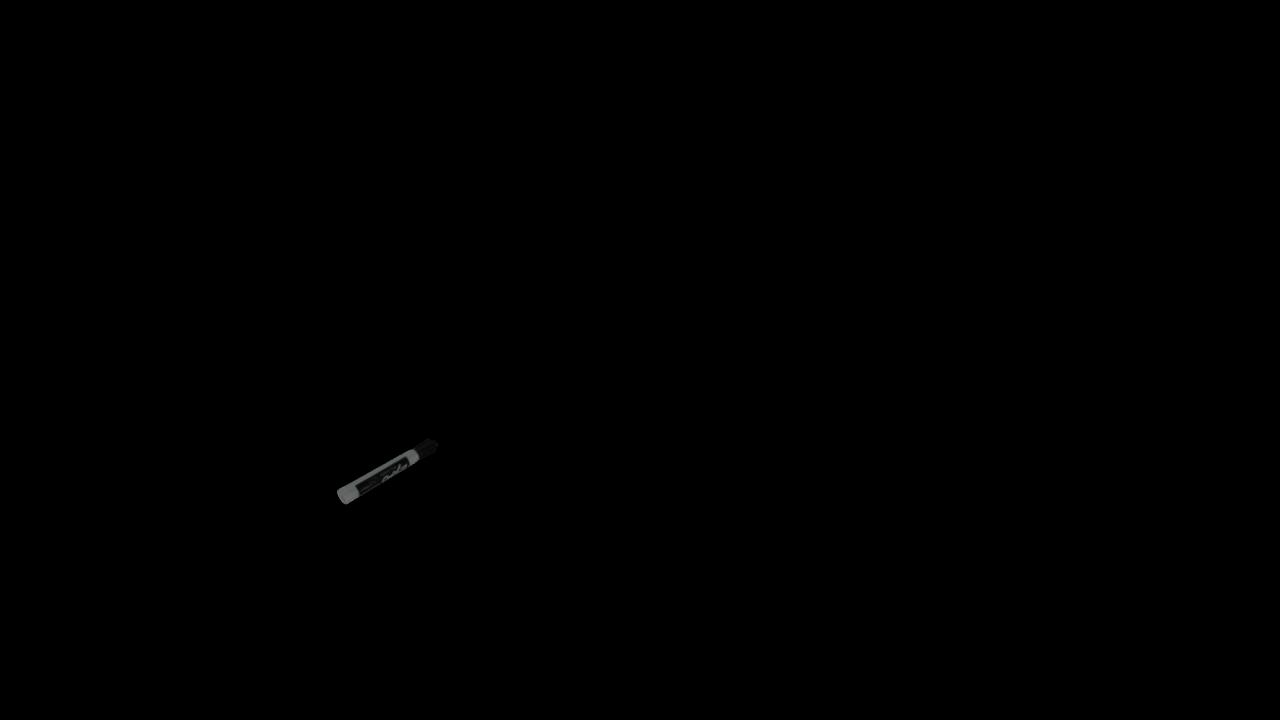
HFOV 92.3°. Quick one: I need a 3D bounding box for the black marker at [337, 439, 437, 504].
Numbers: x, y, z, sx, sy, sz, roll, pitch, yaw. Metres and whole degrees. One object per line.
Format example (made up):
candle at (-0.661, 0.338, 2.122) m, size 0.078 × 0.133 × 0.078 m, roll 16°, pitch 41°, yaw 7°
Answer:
black marker at (-0.286, 0.125, 0.706) m, size 0.020 × 0.020 × 0.121 m, roll 0°, pitch 23°, yaw 42°
